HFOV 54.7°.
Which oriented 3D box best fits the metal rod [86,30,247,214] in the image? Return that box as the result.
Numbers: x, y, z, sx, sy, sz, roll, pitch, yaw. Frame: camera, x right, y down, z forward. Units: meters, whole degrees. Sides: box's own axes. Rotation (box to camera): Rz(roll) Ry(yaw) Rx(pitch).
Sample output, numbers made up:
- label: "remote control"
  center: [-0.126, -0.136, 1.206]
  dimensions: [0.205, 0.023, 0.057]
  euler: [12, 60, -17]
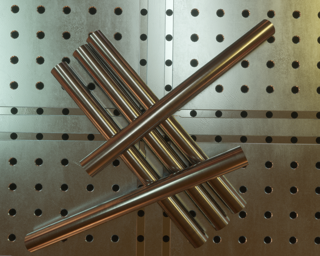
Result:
- label: "metal rod"
  center: [0.009, -0.008, 0.413]
  dimensions: [0.025, 0.025, 0.300]
  euler: [-40, 91, 0]

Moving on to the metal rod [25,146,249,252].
- label: "metal rod"
  center: [-0.035, 0.093, 0.392]
  dimensions: [0.301, 0.025, 0.025]
  euler: [-24, 90, 8]

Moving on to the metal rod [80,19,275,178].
- label: "metal rod"
  center: [0.028, -0.043, 0.393]
  dimensions: [0.301, 0.025, 0.025]
  euler: [-38, 90, -8]

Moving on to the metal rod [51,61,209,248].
- label: "metal rod"
  center: [-0.040, 0.036, 0.413]
  dimensions: [0.025, 0.025, 0.300]
  euler: [-39, 91, 0]

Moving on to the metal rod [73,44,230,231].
- label: "metal rod"
  center: [-0.011, 0.013, 0.413]
  dimensions: [0.025, 0.025, 0.300]
  euler: [-39, 91, 0]
